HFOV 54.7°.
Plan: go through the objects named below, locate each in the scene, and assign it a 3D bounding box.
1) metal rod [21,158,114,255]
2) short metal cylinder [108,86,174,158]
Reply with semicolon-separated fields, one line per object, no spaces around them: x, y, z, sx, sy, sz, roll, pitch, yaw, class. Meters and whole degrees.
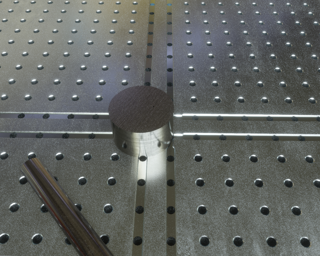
-0.054;0.132;0.296;0.025;0.025;0.300;-34;58;-25;metal rod
-0.023;-0.009;0.399;0.080;0.050;0.080;0;50;0;short metal cylinder
